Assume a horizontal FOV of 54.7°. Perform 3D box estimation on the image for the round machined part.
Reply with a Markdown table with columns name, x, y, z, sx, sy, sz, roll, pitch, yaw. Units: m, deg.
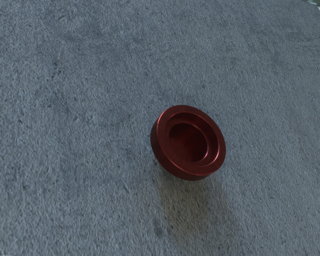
| name | x | y | z | sx | sy | sz | roll | pitch | yaw |
| --- | --- | --- | --- | --- | --- | --- | --- | --- | --- |
| round machined part | 0.032 | 0.022 | 0.400 | 0.099 | 0.042 | 0.098 | 14 | 56 | -21 |
